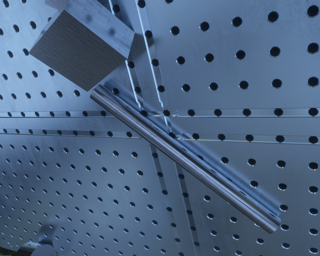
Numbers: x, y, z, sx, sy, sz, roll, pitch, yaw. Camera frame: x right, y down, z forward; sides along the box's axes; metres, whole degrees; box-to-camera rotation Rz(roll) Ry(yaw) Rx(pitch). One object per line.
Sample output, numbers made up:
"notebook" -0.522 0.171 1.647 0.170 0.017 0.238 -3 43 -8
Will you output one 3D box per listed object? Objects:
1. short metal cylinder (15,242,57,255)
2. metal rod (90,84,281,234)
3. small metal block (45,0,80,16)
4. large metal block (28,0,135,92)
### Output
"short metal cylinder" -0.290 0.310 0.721 0.050 0.080 0.080 -5 116 30
"metal rod" 0.032 0.039 0.418 0.300 0.025 0.025 37 129 3
"small metal block" -0.107 -0.164 0.366 0.050 0.025 0.050 26 128 12
"large metal block" -0.089 -0.100 0.361 0.080 0.050 0.080 35 134 -30
